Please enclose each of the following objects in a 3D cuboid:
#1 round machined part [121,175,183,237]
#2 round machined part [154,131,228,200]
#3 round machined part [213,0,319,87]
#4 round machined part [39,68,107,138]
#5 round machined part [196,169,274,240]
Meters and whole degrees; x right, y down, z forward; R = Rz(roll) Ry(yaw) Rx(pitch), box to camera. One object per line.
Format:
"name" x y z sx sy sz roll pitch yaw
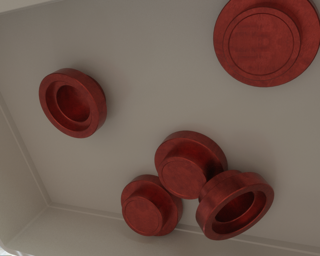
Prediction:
"round machined part" -0.018 0.124 0.472 0.098 0.042 0.097 9 112 23
"round machined part" 0.037 0.056 0.412 0.098 0.042 0.097 13 124 20
"round machined part" 0.098 -0.084 0.294 0.098 0.042 0.097 13 124 20
"round machined part" -0.116 -0.038 0.433 0.098 0.042 0.097 13 124 20
"round machined part" 0.088 0.090 0.384 0.042 0.099 0.097 -124 34 -47
